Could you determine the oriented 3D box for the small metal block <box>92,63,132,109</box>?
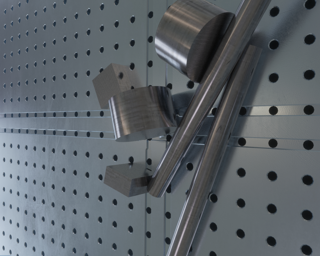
[{"bbox_3d":[-0.072,-0.062,0.469,0.050,0.025,0.050,-32,70,35],"label":"small metal block"}]

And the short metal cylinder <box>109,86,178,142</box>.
[{"bbox_3d":[-0.021,-0.015,0.391,0.080,0.081,0.050,-19,78,38],"label":"short metal cylinder"}]

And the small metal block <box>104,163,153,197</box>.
[{"bbox_3d":[-0.040,0.070,0.426,0.050,0.050,0.025,19,102,38],"label":"small metal block"}]

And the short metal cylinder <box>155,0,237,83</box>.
[{"bbox_3d":[0.042,-0.096,0.339,0.050,0.081,0.080,42,115,32],"label":"short metal cylinder"}]

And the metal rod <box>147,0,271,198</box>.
[{"bbox_3d":[0.050,-0.035,0.344,0.025,0.025,0.298,44,124,31],"label":"metal rod"}]

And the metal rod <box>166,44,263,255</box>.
[{"bbox_3d":[0.055,0.051,0.364,0.025,0.025,0.298,27,107,36],"label":"metal rod"}]
